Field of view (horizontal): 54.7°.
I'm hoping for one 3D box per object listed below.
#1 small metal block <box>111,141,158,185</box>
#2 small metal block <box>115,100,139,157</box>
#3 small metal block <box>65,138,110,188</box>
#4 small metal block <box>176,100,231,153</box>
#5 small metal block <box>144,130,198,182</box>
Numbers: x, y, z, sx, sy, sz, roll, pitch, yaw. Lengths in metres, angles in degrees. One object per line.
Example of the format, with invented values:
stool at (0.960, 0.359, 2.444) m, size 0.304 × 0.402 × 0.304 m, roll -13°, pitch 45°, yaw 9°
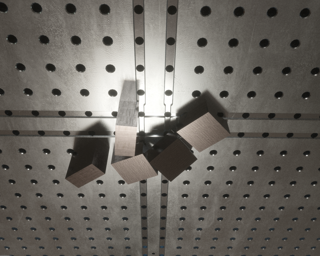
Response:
small metal block at (-0.036, 0.052, 0.456) m, size 0.050 × 0.025 × 0.050 m, roll -20°, pitch 128°, yaw 16°
small metal block at (-0.042, 0.001, 0.395) m, size 0.025 × 0.050 × 0.050 m, roll 5°, pitch 130°, yaw -5°
small metal block at (-0.101, 0.049, 0.436) m, size 0.050 × 0.050 × 0.025 m, roll -29°, pitch 125°, yaw 22°
small metal block at (0.057, -0.001, 0.412) m, size 0.050 × 0.025 × 0.050 m, roll -34°, pitch 123°, yaw 25°
small metal block at (0.016, 0.040, 0.435) m, size 0.050 × 0.025 × 0.050 m, roll -41°, pitch 122°, yaw 4°
